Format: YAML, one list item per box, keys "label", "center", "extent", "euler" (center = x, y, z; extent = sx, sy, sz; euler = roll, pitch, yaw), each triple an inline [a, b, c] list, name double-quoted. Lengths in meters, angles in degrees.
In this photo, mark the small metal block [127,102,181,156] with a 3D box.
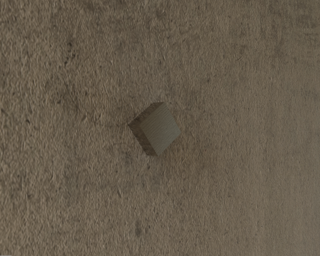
- label: "small metal block"
  center: [-0.006, 0.001, 0.403]
  extent: [0.050, 0.025, 0.050]
  euler: [-44, 117, -31]
